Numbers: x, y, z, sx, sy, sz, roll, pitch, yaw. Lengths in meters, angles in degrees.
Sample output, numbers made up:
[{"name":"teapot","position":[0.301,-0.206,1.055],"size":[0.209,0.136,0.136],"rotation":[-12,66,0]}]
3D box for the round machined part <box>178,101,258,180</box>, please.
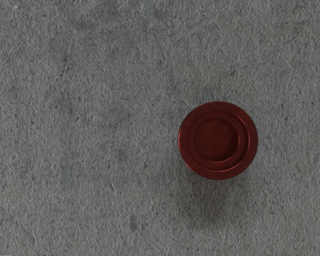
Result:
[{"name":"round machined part","position":[0.072,0.015,0.402],"size":[0.099,0.042,0.097],"rotation":[0,90,0]}]
